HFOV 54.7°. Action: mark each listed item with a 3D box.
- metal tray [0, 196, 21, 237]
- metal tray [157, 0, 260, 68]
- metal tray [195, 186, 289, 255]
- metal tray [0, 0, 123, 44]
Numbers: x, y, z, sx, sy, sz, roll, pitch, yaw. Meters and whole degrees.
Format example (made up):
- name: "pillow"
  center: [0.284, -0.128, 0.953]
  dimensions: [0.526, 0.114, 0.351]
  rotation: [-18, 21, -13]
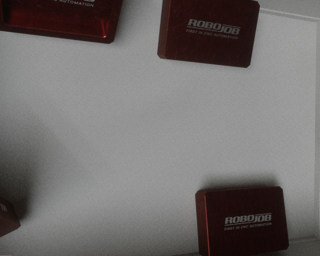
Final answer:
- name: "metal tray"
  center: [-0.194, 0.092, 0.283]
  dimensions: [0.091, 0.129, 0.030]
  rotation: [-25, 72, -18]
- name: "metal tray"
  center: [0.066, -0.133, 0.421]
  dimensions: [0.131, 0.030, 0.089]
  rotation: [2, 103, -20]
- name: "metal tray"
  center: [0.118, 0.132, 0.443]
  dimensions: [0.131, 0.030, 0.090]
  rotation: [1, 80, -20]
- name: "metal tray"
  center: [-0.109, -0.143, 0.335]
  dimensions: [0.131, 0.089, 0.030]
  rotation: [2, 52, -20]
